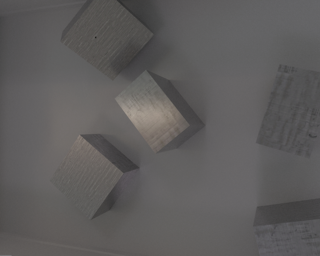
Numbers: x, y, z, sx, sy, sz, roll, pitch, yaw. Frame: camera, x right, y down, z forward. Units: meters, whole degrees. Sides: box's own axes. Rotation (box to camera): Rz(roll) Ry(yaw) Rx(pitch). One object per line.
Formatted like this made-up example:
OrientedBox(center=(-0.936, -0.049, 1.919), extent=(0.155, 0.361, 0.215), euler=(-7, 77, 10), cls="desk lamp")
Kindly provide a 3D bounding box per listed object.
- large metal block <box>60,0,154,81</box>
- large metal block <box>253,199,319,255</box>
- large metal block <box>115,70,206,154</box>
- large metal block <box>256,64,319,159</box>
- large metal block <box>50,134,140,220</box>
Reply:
OrientedBox(center=(-0.068, -0.123, 0.399), extent=(0.080, 0.050, 0.080), euler=(36, 107, -29), cls="large metal block")
OrientedBox(center=(0.148, 0.113, 0.329), extent=(0.080, 0.080, 0.050), euler=(-14, 86, 19), cls="large metal block")
OrientedBox(center=(0.003, -0.018, 0.380), extent=(0.050, 0.080, 0.080), euler=(-41, 77, 16), cls="large metal block")
OrientedBox(center=(0.141, -0.017, 0.331), extent=(0.050, 0.080, 0.080), euler=(17, 96, 19), cls="large metal block")
OrientedBox(center=(-0.090, 0.064, 0.429), extent=(0.080, 0.050, 0.080), euler=(38, 102, 16), cls="large metal block")
